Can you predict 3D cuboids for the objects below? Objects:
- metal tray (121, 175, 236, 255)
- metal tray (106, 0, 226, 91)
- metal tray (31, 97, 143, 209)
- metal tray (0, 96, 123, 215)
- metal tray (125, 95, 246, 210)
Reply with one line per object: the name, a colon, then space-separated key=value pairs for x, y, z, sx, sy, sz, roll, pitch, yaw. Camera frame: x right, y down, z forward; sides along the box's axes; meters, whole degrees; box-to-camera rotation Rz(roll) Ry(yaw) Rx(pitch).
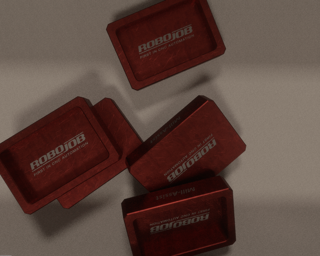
metal tray: x=0.025 y=0.117 z=0.384 sx=0.131 sy=0.030 sz=0.089 roll=-13 pitch=115 yaw=-7
metal tray: x=0.008 y=-0.113 z=0.404 sx=0.131 sy=0.030 sz=0.090 roll=-23 pitch=96 yaw=-1
metal tray: x=-0.093 y=0.032 z=0.408 sx=0.130 sy=0.030 sz=0.090 roll=-35 pitch=90 yaw=-1
metal tray: x=-0.124 y=0.032 z=0.376 sx=0.130 sy=0.030 sz=0.090 roll=-32 pitch=90 yaw=-1
metal tray: x=0.034 y=0.033 z=0.392 sx=0.130 sy=0.030 sz=0.090 roll=-41 pitch=114 yaw=0
